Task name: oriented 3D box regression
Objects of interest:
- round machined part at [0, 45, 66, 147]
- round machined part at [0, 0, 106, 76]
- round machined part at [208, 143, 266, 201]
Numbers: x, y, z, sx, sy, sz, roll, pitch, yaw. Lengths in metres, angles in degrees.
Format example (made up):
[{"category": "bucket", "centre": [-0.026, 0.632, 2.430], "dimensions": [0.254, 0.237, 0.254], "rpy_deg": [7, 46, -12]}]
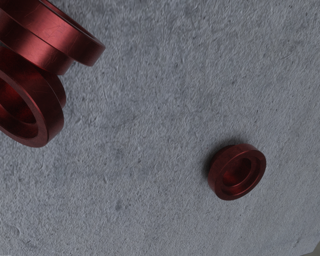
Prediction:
[{"category": "round machined part", "centre": [-0.127, -0.032, 0.283], "dimensions": [0.042, 0.098, 0.098], "rpy_deg": [-53, 140, -39]}, {"category": "round machined part", "centre": [-0.098, -0.080, 0.256], "dimensions": [0.098, 0.098, 0.042], "rpy_deg": [32, 101, -38]}, {"category": "round machined part", "centre": [0.119, 0.066, 0.501], "dimensions": [0.099, 0.042, 0.097], "rpy_deg": [-14, 124, -21]}]
